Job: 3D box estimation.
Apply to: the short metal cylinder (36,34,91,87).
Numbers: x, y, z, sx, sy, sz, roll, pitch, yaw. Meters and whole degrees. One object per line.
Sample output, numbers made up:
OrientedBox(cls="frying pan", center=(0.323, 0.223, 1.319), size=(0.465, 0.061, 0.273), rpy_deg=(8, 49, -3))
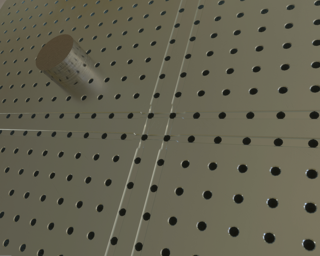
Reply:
OrientedBox(cls="short metal cylinder", center=(-0.173, -0.121, 0.557), size=(0.080, 0.050, 0.080), rpy_deg=(-13, 56, 21))
